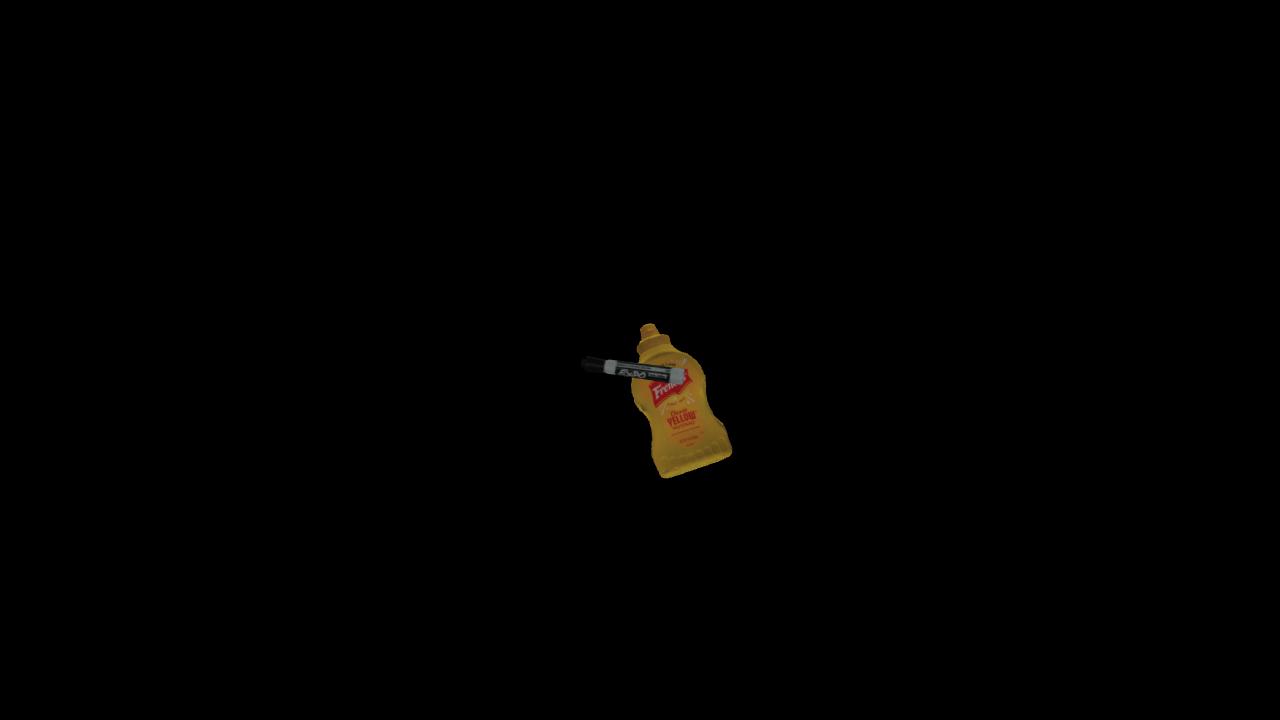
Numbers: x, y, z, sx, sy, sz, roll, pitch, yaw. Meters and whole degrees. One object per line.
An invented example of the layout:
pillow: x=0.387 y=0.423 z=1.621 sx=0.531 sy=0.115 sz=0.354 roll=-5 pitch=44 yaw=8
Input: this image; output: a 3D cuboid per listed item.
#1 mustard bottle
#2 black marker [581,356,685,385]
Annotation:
mustard bottle: x=0.037 y=0.040 z=0.731 sx=0.092 sy=0.184 sz=0.054 roll=-20 pitch=-17 yaw=3
black marker: x=-0.009 y=0.012 z=0.715 sx=0.121 sy=0.020 sz=0.020 roll=8 pitch=1 yaw=7
